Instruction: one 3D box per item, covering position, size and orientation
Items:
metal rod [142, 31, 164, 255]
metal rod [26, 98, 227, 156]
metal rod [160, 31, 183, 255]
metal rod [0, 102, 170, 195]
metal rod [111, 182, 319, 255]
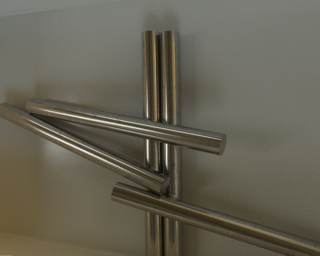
[{"bbox_3d":[-0.009,0.024,0.410,0.025,0.025,0.298,-1,90,19],"label":"metal rod"},{"bbox_3d":[-0.063,-0.008,0.409,0.301,0.025,0.025,11,94,26],"label":"metal rod"},{"bbox_3d":[0.015,0.027,0.401,0.025,0.025,0.298,-1,90,19],"label":"metal rod"},{"bbox_3d":[-0.122,0.021,0.437,0.301,0.025,0.025,21,97,23],"label":"metal rod"},{"bbox_3d":[0.086,0.116,0.360,0.301,0.025,0.025,14,95,13],"label":"metal rod"}]
